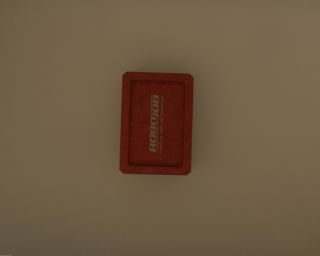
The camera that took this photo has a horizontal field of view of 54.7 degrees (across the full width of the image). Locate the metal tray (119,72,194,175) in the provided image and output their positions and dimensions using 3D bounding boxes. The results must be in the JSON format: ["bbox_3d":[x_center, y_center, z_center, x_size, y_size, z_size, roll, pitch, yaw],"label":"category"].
[{"bbox_3d":[-0.004,-0.006,0.406,0.091,0.030,0.129,2,90,-1],"label":"metal tray"}]
